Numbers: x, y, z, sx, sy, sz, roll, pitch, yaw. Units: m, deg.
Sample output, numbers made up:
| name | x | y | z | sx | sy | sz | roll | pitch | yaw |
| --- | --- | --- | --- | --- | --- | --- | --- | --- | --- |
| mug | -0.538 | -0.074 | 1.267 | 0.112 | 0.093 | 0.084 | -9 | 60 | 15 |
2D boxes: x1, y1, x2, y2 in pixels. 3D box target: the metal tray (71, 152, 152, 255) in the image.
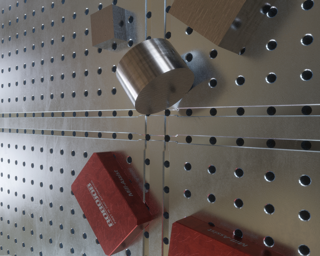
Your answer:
| name | x | y | z | sx | sy | sz | roll | pitch | yaw |
| --- | --- | --- | --- | --- | --- | --- | --- | --- | --- |
| metal tray | -0.078 | 0.111 | 0.468 | 0.090 | 0.030 | 0.130 | -52 | 60 | 27 |

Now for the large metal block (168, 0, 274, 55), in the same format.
| name | x | y | z | sx | sy | sz | roll | pitch | yaw |
| --- | --- | --- | --- | --- | --- | --- | --- | --- | --- |
| large metal block | 0.069 | -0.138 | 0.335 | 0.080 | 0.050 | 0.080 | 45 | 117 | 30 |

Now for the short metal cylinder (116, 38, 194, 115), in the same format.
| name | x | y | z | sx | sy | sz | roll | pitch | yaw |
| --- | --- | --- | --- | --- | --- | --- | --- | --- | --- |
| short metal cylinder | -0.006 | -0.061 | 0.377 | 0.080 | 0.081 | 0.050 | -46 | 63 | 30 |

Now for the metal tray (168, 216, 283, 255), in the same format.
| name | x | y | z | sx | sy | sz | roll | pitch | yaw |
| --- | --- | --- | --- | --- | --- | --- | --- | --- | --- |
| metal tray | 0.068 | 0.166 | 0.348 | 0.130 | 0.030 | 0.089 | 12 | 98 | 39 |

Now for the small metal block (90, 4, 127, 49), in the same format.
| name | x | y | z | sx | sy | sz | roll | pitch | yaw |
| --- | --- | --- | --- | --- | --- | --- | --- | --- | --- |
| small metal block | -0.079 | -0.153 | 0.472 | 0.050 | 0.025 | 0.050 | -7 | 86 | 39 |
